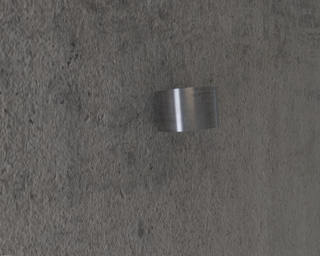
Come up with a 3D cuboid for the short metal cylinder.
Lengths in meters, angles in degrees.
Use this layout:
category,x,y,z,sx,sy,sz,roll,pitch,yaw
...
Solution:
category,x,y,z,sx,sy,sz,roll,pitch,yaw
short metal cylinder,0.034,-0.025,0.396,0.081,0.080,0.050,-9,96,-40
